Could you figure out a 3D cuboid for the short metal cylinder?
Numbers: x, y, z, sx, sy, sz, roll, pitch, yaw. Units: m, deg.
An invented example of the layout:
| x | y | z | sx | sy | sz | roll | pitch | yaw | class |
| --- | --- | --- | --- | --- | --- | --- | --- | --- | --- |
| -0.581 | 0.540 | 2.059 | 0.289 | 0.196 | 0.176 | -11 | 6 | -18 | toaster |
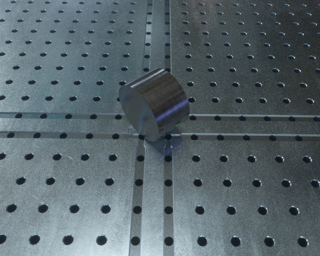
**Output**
| x | y | z | sx | sy | sz | roll | pitch | yaw | class |
| --- | --- | --- | --- | --- | --- | --- | --- | --- | --- |
| -0.008 | -0.030 | 0.396 | 0.050 | 0.080 | 0.080 | -33 | 58 | -25 | short metal cylinder |
